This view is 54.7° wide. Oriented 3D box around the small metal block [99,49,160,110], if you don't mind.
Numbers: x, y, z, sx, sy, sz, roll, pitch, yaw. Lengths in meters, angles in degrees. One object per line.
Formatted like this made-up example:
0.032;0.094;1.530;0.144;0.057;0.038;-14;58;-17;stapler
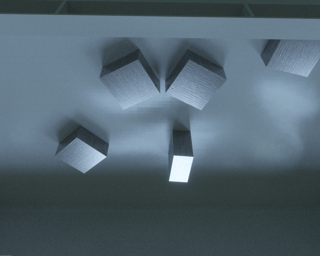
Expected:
-0.034;-0.056;0.361;0.050;0.025;0.050;-22;127;17;small metal block

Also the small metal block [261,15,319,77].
0.146;-0.088;0.335;0.050;0.025;0.050;11;129;-10;small metal block

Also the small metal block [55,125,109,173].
-0.109;0.031;0.434;0.050;0.025;0.050;-36;122;26;small metal block

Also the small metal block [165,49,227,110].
0.041;-0.055;0.362;0.050;0.025;0.050;24;126;-19;small metal block

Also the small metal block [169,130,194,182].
0.027;0.038;0.425;0.025;0.050;0.050;4;130;-4;small metal block
